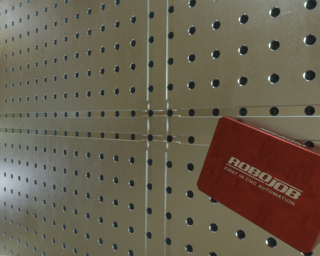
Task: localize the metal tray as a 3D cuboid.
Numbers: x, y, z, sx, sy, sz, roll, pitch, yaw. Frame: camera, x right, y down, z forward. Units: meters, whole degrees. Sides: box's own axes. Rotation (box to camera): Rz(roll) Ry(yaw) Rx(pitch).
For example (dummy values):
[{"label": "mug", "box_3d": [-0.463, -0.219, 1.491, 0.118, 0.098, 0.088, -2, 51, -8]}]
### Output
[{"label": "metal tray", "box_3d": [0.109, 0.051, 0.317, 0.130, 0.030, 0.089, 27, 107, 37]}]
